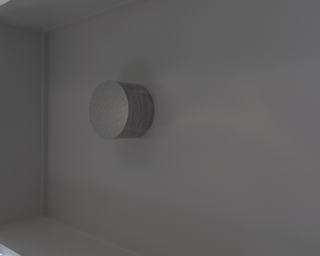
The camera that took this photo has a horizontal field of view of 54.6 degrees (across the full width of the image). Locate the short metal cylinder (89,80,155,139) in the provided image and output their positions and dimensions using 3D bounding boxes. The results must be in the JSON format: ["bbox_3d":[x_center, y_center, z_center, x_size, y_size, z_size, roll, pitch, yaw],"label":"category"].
[{"bbox_3d":[-0.054,-0.025,0.437,0.080,0.050,0.080,0,90,40],"label":"short metal cylinder"}]
